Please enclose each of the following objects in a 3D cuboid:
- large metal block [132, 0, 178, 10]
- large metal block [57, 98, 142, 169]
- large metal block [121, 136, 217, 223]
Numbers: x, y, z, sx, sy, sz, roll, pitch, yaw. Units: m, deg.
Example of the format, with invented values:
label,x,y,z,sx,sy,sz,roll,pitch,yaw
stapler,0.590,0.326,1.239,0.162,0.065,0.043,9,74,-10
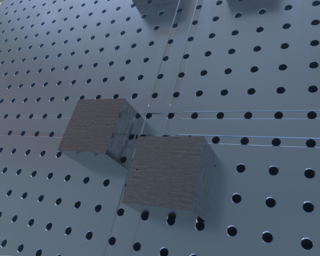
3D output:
label,x,y,z,sx,sy,sz,roll,pitch,yaw
large metal block,-0.007,-0.267,0.558,0.080,0.050,0.080,1,62,28
large metal block,-0.081,0.007,0.429,0.080,0.050,0.080,2,62,28
large metal block,0.013,0.056,0.350,0.080,0.050,0.080,-1,61,27
